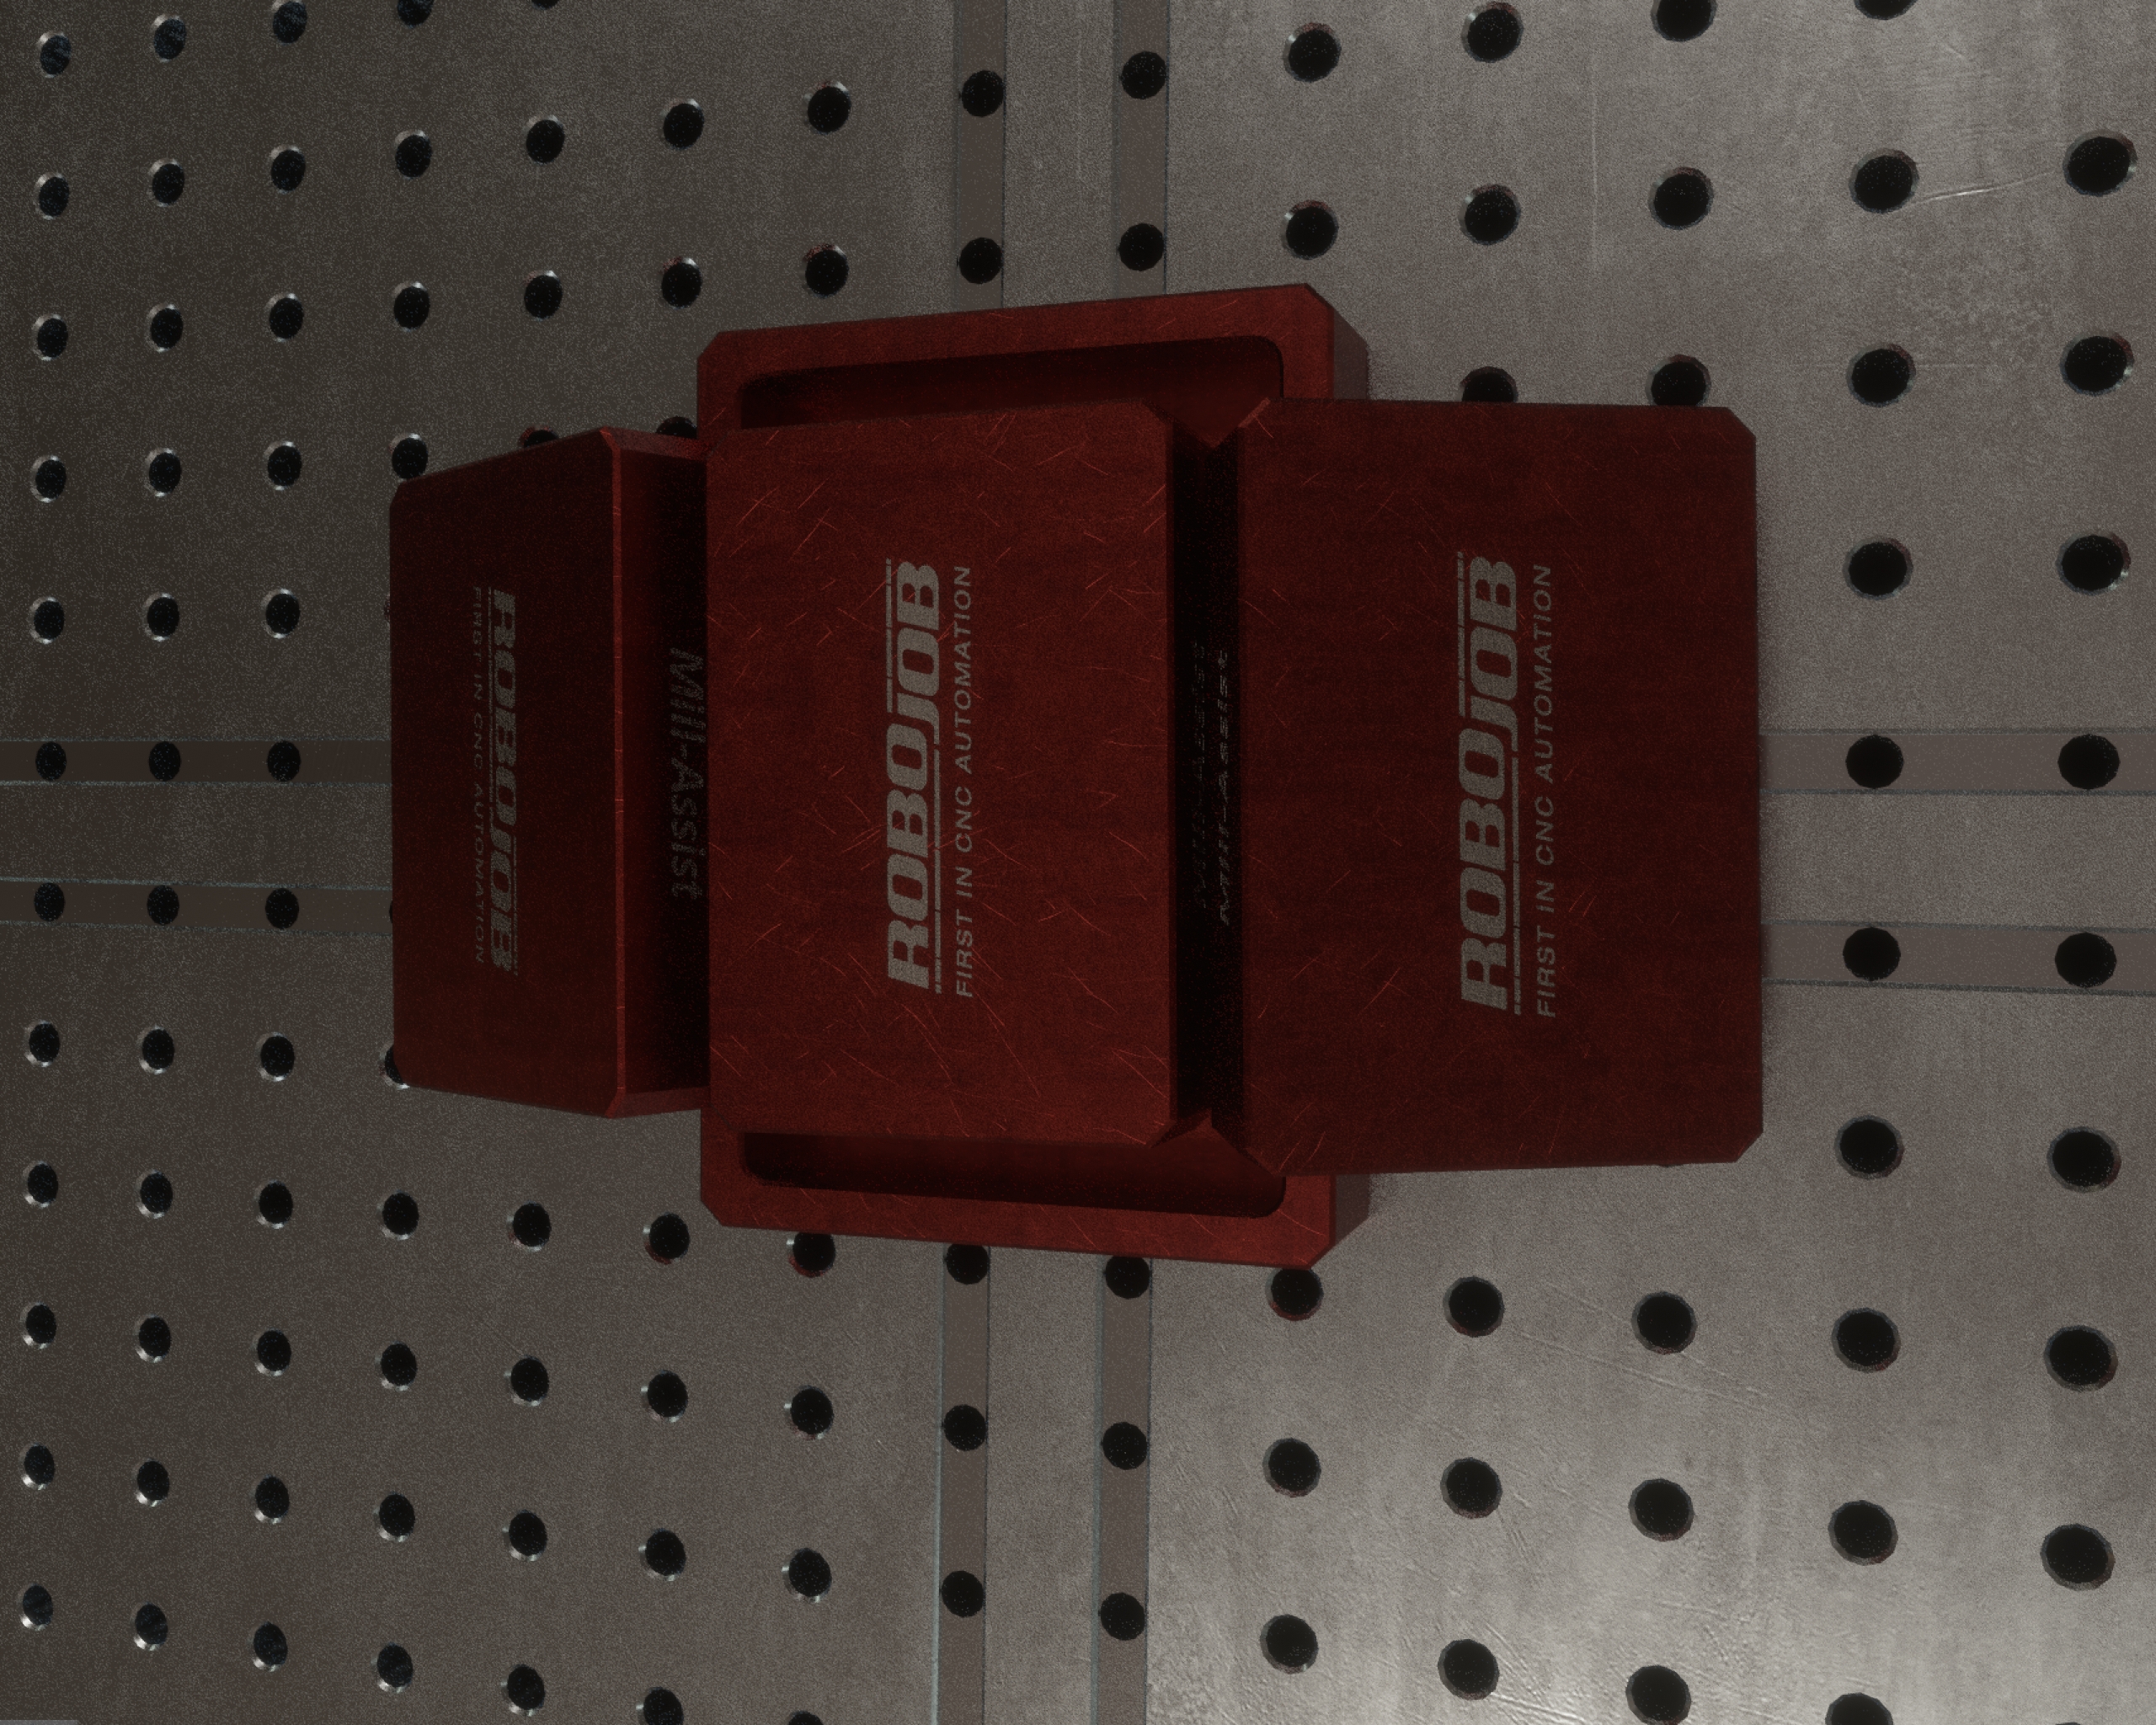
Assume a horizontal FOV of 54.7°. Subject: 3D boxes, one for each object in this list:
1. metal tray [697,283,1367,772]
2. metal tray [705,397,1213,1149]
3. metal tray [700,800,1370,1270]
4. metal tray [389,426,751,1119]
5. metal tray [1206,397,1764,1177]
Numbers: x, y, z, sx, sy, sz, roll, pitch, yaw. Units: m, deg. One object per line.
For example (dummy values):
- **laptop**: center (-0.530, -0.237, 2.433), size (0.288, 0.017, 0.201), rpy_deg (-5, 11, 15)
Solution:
- **metal tray**: center (-0.011, -0.061, 0.412), size (0.130, 0.030, 0.089), rpy_deg (1, 91, 19)
- **metal tray**: center (-0.021, -0.015, 0.384), size (0.090, 0.030, 0.129), rpy_deg (0, 90, 19)
- **metal tray**: center (-0.010, 0.029, 0.413), size (0.130, 0.030, 0.089), rpy_deg (1, 91, 19)
- **metal tray**: center (-0.106, -0.017, 0.427), size (0.090, 0.030, 0.129), rpy_deg (0, 90, 45)
- **metal tray**: center (0.070, -0.013, 0.365), size (0.091, 0.030, 0.129), rpy_deg (-1, 90, -8)
